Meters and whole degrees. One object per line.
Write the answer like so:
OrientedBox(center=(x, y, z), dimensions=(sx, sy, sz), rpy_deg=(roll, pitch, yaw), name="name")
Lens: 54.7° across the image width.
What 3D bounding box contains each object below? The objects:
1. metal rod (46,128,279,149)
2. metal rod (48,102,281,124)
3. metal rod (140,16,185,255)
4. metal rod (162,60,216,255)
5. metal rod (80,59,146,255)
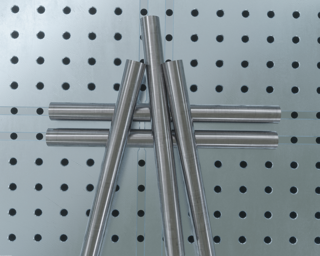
OrientedBox(center=(0.003, 0.014, 0.414), dimensions=(0.302, 0.025, 0.025), rpy_deg=(1, 90, -1), name="metal rod")
OrientedBox(center=(0.007, -0.020, 0.414), dimensions=(0.302, 0.025, 0.025), rpy_deg=(1, 90, -1), name="metal rod")
OrientedBox(center=(0.003, 0.012, 0.389), dimensions=(0.025, 0.025, 0.298), rpy_deg=(-6, 90, 0), name="metal rod")
OrientedBox(center=(0.042, 0.065, 0.395), dimensions=(0.025, 0.025, 0.298), rpy_deg=(-11, 97, 0), name="metal rod")
OrientedBox(center=(-0.066, 0.063, 0.394), dimensions=(0.025, 0.025, 0.298), rpy_deg=(14, 97, -1), name="metal rod")
